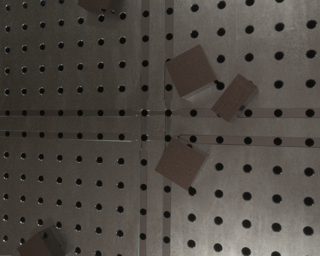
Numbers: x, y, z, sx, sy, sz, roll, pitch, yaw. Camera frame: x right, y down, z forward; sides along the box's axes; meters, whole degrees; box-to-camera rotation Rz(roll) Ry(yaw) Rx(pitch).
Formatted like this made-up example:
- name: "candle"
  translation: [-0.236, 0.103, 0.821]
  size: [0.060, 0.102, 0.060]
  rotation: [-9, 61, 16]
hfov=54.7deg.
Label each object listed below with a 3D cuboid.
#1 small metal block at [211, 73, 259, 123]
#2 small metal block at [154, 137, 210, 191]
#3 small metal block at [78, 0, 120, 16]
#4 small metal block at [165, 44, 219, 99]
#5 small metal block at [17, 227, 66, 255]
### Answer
- name: "small metal block"
  translation: [0.090, -0.033, 0.367]
  size: [0.025, 0.050, 0.050]
  rotation: [40, 102, 15]
- name: "small metal block"
  translation: [0.029, 0.045, 0.402]
  size: [0.050, 0.025, 0.050]
  rotation: [30, 100, 17]
- name: "small metal block"
  translation: [-0.084, -0.193, 0.441]
  size: [0.050, 0.025, 0.050]
  rotation: [16, 95, 19]
- name: "small metal block"
  translation: [0.042, -0.071, 0.397]
  size: [0.050, 0.025, 0.050]
  rotation: [-26, 82, 18]
- name: "small metal block"
  translation: [-0.182, 0.190, 0.475]
  size: [0.050, 0.025, 0.050]
  rotation: [-38, 78, 15]
